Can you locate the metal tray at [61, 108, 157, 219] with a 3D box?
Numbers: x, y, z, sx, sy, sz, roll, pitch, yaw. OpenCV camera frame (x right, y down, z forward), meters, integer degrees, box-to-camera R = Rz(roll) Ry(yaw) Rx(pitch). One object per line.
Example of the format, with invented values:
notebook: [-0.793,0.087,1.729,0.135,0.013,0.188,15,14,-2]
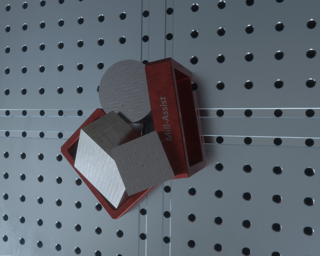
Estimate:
metal tray: [-0.067,0.048,0.431,0.090,0.030,0.130,-45,77,14]

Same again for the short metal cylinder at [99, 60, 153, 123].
short metal cylinder: [-0.033,-0.046,0.410,0.080,0.050,0.079,0,90,19]

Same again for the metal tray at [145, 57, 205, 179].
metal tray: [0.021,-0.010,0.370,0.030,0.090,0.129,-10,87,19]

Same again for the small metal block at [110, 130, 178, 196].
small metal block: [-0.015,0.036,0.317,0.050,0.025,0.050,-23,83,7]

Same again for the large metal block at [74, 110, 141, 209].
large metal block: [-0.056,0.040,0.385,0.080,0.050,0.079,41,138,14]
